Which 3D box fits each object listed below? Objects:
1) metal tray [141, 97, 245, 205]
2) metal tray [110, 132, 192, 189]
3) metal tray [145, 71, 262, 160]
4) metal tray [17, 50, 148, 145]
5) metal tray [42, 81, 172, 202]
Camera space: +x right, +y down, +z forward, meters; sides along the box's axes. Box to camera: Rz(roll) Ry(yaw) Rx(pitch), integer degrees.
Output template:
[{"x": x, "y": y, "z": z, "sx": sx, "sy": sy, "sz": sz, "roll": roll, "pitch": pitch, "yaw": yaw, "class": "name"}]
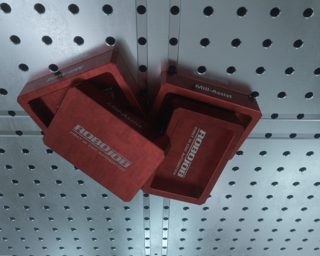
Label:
[{"x": 0.037, "y": 0.034, "z": 0.397, "sx": 0.091, "sy": 0.030, "sz": 0.129, "roll": 16, "pitch": 117, "yaw": -13, "class": "metal tray"}, {"x": -0.019, "y": 0.050, "z": 0.450, "sx": 0.131, "sy": 0.030, "sz": 0.089, "roll": 20, "pitch": 127, "yaw": -17, "class": "metal tray"}, {"x": 0.050, "y": -0.011, "z": 0.397, "sx": 0.131, "sy": 0.030, "sz": 0.089, "roll": 15, "pitch": 128, "yaw": -12, "class": "metal tray"}, {"x": -0.092, "y": -0.030, "z": 0.381, "sx": 0.130, "sy": 0.030, "sz": 0.090, "roll": -17, "pitch": 128, "yaw": 14, "class": "metal tray"}, {"x": -0.064, "y": 0.017, "z": 0.369, "sx": 0.130, "sy": 0.030, "sz": 0.090, "roll": 36, "pitch": 116, "yaw": -1, "class": "metal tray"}]
